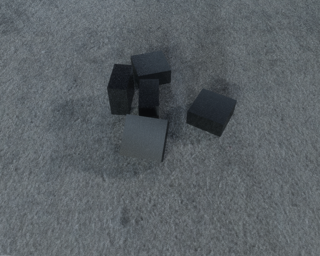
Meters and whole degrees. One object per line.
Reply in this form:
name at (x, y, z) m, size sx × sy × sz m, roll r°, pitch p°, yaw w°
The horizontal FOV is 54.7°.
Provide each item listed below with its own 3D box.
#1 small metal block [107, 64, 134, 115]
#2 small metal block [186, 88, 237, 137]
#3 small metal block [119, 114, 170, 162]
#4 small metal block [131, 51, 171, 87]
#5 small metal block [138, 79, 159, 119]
small metal block at (-0.053, -0.053, 0.431) m, size 0.025 × 0.050 × 0.050 m, roll 4°, pitch 50°, yaw 3°
small metal block at (0.070, -0.022, 0.423) m, size 0.050 × 0.025 × 0.050 m, roll 23°, pitch 53°, yaw 17°
small metal block at (-0.018, 0.013, 0.377) m, size 0.050 × 0.025 × 0.050 m, roll 9°, pitch 84°, yaw 7°
small metal block at (-0.014, -0.091, 0.480) m, size 0.050 × 0.025 × 0.050 m, roll -12°, pitch 51°, yaw -11°
small metal block at (-0.014, -0.030, 0.412) m, size 0.025 × 0.050 × 0.050 m, roll 0°, pitch 50°, yaw 0°
